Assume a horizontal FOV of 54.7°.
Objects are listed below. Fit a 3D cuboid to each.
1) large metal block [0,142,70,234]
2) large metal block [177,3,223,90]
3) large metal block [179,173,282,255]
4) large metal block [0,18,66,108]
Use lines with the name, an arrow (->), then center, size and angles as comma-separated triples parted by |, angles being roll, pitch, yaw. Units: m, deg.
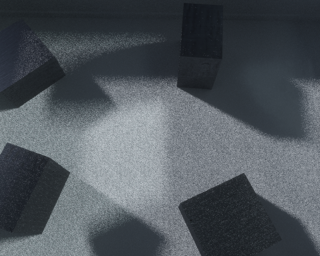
large metal block -> -0.153, 0.072, 0.353 | 0.050, 0.080, 0.080 | 19, 71, 7
large metal block -> 0.052, -0.108, 0.420 | 0.050, 0.080, 0.080 | 4, 70, 2
large metal block -> 0.076, 0.109, 0.357 | 0.080, 0.050, 0.080 | -24, 72, -8
large metal block -> -0.193, -0.089, 0.427 | 0.080, 0.050, 0.080 | -39, 75, -13
